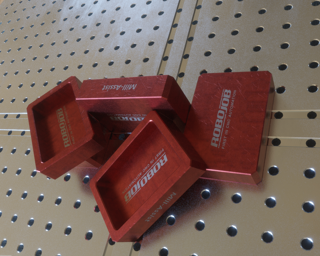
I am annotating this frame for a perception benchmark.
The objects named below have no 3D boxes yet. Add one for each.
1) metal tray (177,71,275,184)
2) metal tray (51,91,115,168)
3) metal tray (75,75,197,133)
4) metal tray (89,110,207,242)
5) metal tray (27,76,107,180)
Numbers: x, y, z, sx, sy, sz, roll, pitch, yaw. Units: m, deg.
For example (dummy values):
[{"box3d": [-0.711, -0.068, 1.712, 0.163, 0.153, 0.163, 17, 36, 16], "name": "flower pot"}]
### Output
[{"box3d": [0.079, -0.005, 0.365, 0.090, 0.030, 0.130, 3, 63, 29], "name": "metal tray"}, {"box3d": [-0.116, -0.007, 0.468, 0.090, 0.030, 0.130, -1, 62, 27], "name": "metal tray"}, {"box3d": [-0.029, -0.026, 0.395, 0.130, 0.090, 0.030, 2, 63, 28], "name": "metal tray"}, {"box3d": [-0.020, 0.055, 0.356, 0.130, 0.030, 0.090, -48, 50, 16], "name": "metal tray"}, {"box3d": [-0.135, -0.004, 0.436, 0.090, 0.030, 0.130, -32, 52, 6], "name": "metal tray"}]
